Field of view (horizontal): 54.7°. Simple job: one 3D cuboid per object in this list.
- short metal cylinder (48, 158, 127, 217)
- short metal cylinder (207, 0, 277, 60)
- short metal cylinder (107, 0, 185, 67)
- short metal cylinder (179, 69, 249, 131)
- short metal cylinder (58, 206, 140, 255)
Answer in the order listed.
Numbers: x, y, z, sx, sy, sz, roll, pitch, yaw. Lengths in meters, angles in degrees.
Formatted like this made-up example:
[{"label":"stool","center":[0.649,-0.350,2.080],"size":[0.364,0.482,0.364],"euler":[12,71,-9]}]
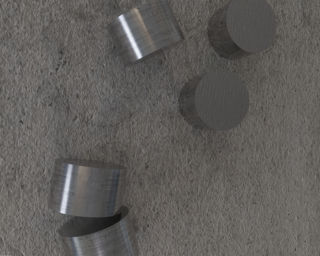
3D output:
[{"label":"short metal cylinder","center":[-0.081,0.065,0.350],"size":[0.081,0.080,0.050],"euler":[9,87,-20]},{"label":"short metal cylinder","center":[0.115,-0.141,0.438],"size":[0.081,0.050,0.080],"euler":[0,90,-20]},{"label":"short metal cylinder","center":[-0.016,-0.113,0.373],"size":[0.080,0.080,0.050],"euler":[-28,100,-18]},{"label":"short metal cylinder","center":[0.073,-0.037,0.422],"size":[0.081,0.050,0.080],"euler":[0,90,-20]},{"label":"short metal cylinder","center":[-0.069,0.128,0.355],"size":[0.081,0.080,0.050],"euler":[-16,96,-19]}]
